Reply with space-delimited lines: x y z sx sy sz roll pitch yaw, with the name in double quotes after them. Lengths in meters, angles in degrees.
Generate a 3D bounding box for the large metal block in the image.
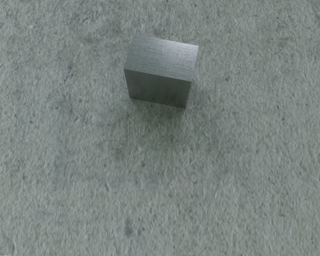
0.002 -0.071 0.405 0.080 0.080 0.050 11 71 4 "large metal block"
